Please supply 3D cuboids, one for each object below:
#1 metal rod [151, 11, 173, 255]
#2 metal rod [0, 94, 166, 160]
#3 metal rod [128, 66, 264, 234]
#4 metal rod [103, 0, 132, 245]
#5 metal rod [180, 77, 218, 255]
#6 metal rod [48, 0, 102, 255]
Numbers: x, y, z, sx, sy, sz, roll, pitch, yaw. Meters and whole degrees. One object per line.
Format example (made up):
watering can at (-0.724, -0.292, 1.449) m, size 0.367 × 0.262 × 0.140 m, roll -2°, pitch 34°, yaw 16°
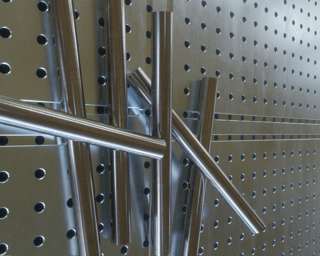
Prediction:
metal rod at (0.002, 0.017, 0.379) m, size 0.025 × 0.025 × 0.298 m, roll -10°, pitch 106°, yaw -39°
metal rod at (-0.124, -0.012, 0.280) m, size 0.302 × 0.025 × 0.025 m, roll 16°, pitch 80°, yaw -31°
metal rod at (0.057, 0.041, 0.426) m, size 0.300 × 0.025 × 0.025 m, roll 50°, pitch 60°, yaw -18°
metal rod at (-0.050, -0.015, 0.366) m, size 0.025 × 0.025 × 0.298 m, roll -3°, pitch 92°, yaw -40°
metal rod at (0.056, 0.074, 0.454) m, size 0.025 × 0.025 × 0.299 m, roll 13°, pitch 82°, yaw -39°
metal rod at (-0.091, -0.004, 0.332) m, size 0.025 × 0.025 × 0.298 m, roll -9°, pitch 96°, yaw -40°
